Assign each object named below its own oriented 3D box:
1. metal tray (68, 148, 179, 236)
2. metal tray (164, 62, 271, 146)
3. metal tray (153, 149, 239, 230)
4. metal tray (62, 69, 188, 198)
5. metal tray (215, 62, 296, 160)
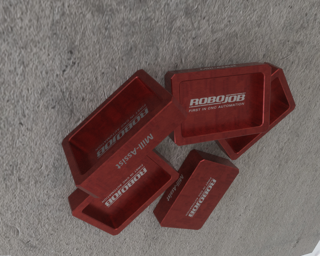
[{"bbox_3d":[-0.048,0.082,0.427,0.130,0.030,0.090,-43,130,2],"label":"metal tray"},{"bbox_3d":[0.075,-0.032,0.396,0.131,0.030,0.089,-8,108,-13],"label":"metal tray"},{"bbox_3d":[0.058,0.103,0.499,0.091,0.030,0.129,19,108,-36],"label":"metal tray"},{"bbox_3d":[-0.044,0.002,0.341,0.130,0.090,0.030,-43,130,1],"label":"metal tray"},{"bbox_3d":[0.134,-0.023,0.462,0.130,0.030,0.090,-41,130,0],"label":"metal tray"}]
